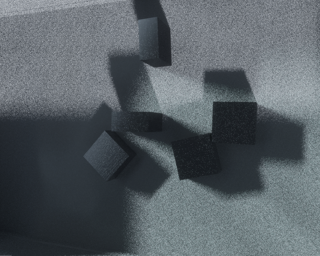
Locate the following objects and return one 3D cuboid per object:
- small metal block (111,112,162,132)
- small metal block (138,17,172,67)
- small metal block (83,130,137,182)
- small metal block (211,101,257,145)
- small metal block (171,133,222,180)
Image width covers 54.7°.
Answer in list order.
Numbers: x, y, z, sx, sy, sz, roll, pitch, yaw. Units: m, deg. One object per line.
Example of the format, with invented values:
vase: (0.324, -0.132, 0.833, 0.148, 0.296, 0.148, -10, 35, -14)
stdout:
small metal block: (-0.029, -0.008, 0.407, 0.050, 0.050, 0.025, 1, 91, 20)
small metal block: (-0.005, -0.108, 0.399, 0.025, 0.050, 0.050, -2, 89, 20)
small metal block: (-0.070, 0.038, 0.435, 0.050, 0.025, 0.050, 44, 104, 14)
small metal block: (0.091, -0.006, 0.378, 0.050, 0.025, 0.050, 2, 90, 19)
small metal block: (0.047, 0.036, 0.394, 0.050, 0.025, 0.050, -14, 85, 19)
